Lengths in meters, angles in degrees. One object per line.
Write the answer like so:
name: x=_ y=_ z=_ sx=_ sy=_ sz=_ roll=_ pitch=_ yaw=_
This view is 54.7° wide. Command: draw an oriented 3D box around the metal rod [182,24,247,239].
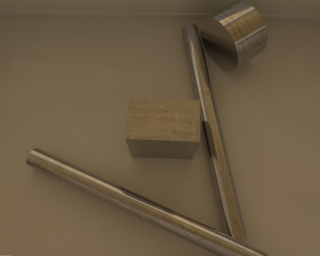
metal rod: x=0.067 y=-0.009 z=0.413 sx=0.025 sy=0.025 sz=0.299 roll=-8 pitch=70 yaw=-3

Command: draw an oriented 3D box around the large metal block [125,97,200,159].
large metal block: x=0.004 y=0.003 z=0.379 sx=0.081 sy=0.080 sz=0.050 roll=2 pitch=70 yaw=0

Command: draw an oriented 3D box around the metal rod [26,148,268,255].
metal rod: x=-0.025 y=0.092 z=0.365 sx=0.301 sy=0.025 sz=0.025 roll=22 pitch=71 yaw=11

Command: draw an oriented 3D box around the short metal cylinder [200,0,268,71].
short metal cylinder: x=0.100 y=-0.126 z=0.428 sx=0.050 sy=0.080 sz=0.080 roll=-33 pitch=74 yaw=-11
